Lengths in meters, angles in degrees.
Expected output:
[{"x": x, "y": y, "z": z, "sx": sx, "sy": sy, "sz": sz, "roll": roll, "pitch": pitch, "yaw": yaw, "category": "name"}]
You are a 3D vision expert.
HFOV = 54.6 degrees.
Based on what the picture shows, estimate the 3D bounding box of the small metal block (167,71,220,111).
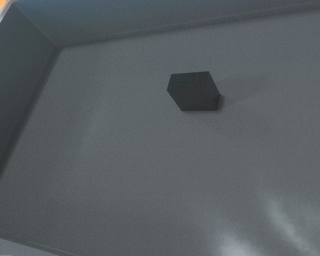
[{"x": 0.044, "y": -0.045, "z": 0.395, "sx": 0.050, "sy": 0.050, "sz": 0.025, "roll": 1, "pitch": 62, "yaw": 29, "category": "small metal block"}]
